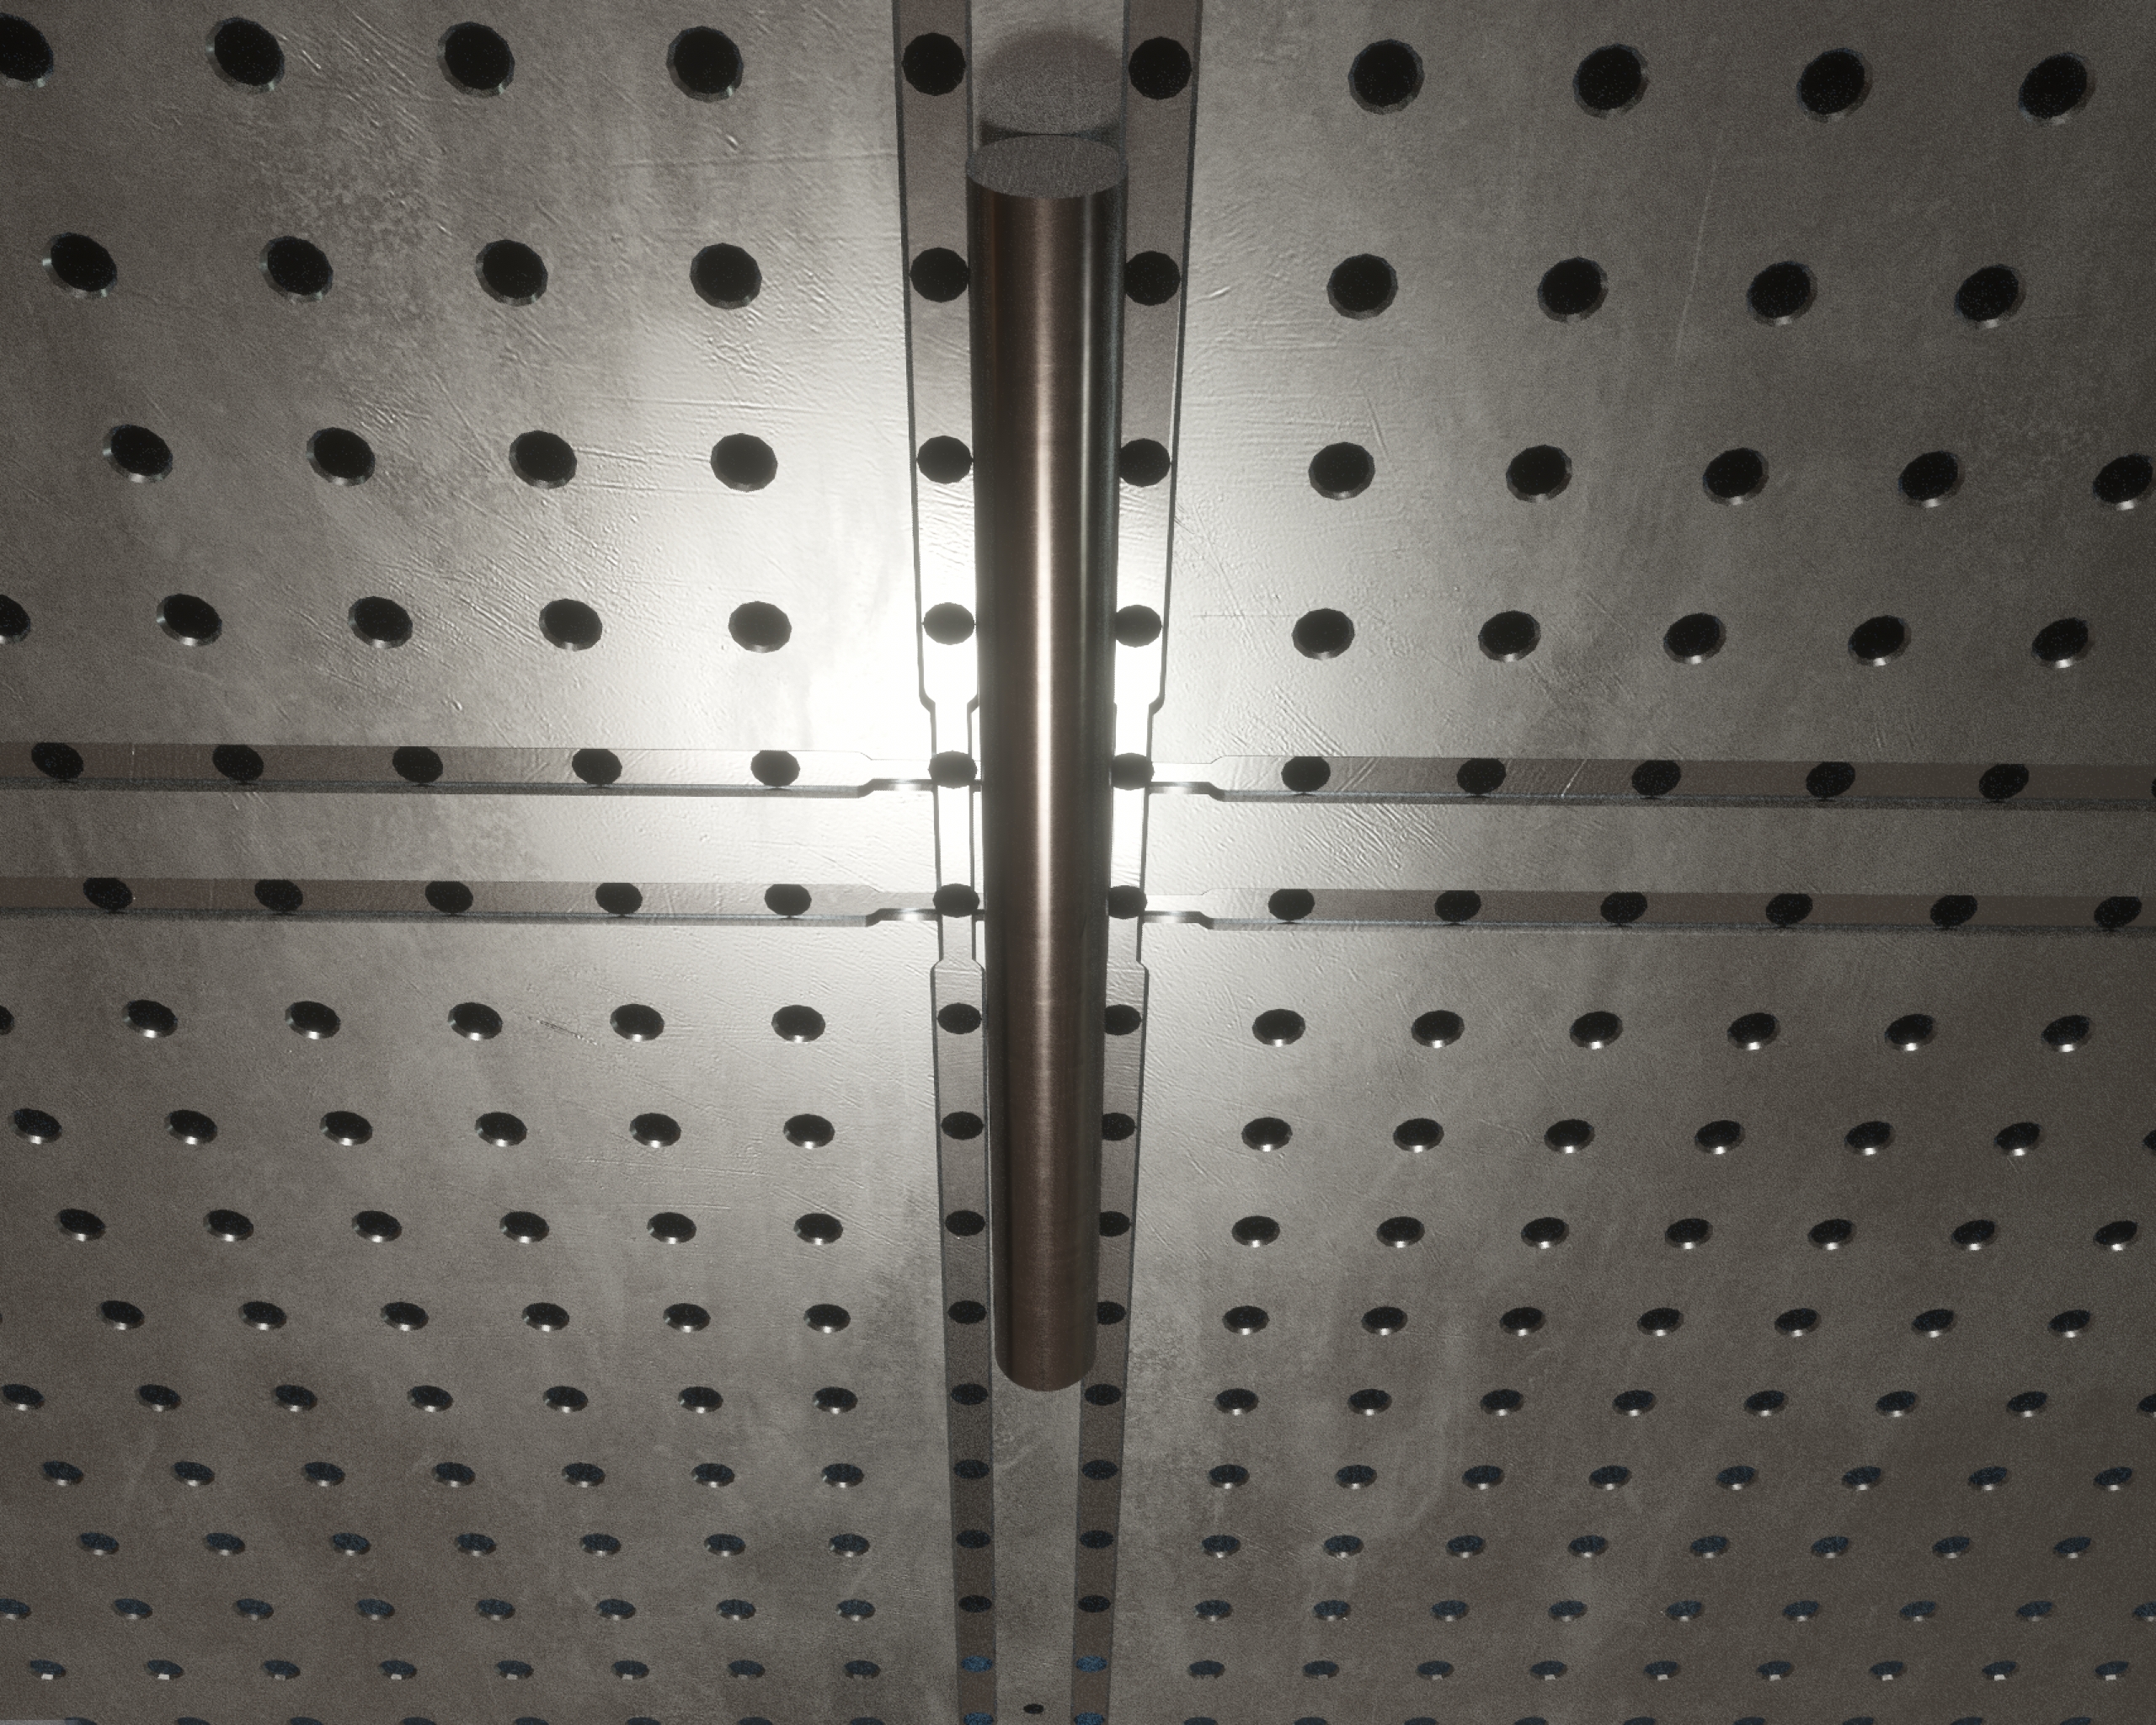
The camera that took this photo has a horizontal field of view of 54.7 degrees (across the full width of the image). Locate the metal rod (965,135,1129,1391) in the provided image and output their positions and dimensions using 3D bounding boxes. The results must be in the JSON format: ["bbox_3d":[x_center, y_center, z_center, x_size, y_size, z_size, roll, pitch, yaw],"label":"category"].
[{"bbox_3d":[-0.006,0.006,0.417,0.025,0.025,0.298,0,130,-1],"label":"metal rod"}]
